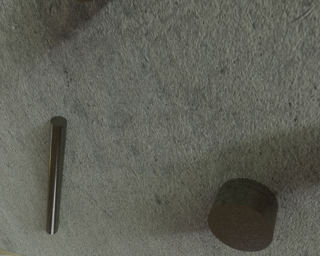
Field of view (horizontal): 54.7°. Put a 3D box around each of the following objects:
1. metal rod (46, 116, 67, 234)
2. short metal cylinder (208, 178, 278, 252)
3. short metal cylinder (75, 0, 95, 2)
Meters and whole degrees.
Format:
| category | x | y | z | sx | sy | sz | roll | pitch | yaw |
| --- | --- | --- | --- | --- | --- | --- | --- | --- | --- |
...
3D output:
| category | x | y | z | sx | sy | sz | roll | pitch | yaw |
| --- | --- | --- | --- | --- | --- | --- | --- | --- | --- |
| metal rod | -0.194 | 0.103 | 0.572 | 0.025 | 0.025 | 0.298 | 26 | 128 | 11 |
| short metal cylinder | 0.109 | 0.112 | 0.403 | 0.080 | 0.050 | 0.079 | 13 | 124 | 21 |
| short metal cylinder | -0.070 | -0.176 | 0.319 | 0.080 | 0.050 | 0.079 | 13 | 124 | 21 |
